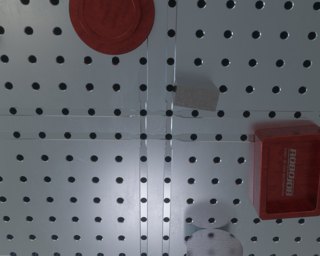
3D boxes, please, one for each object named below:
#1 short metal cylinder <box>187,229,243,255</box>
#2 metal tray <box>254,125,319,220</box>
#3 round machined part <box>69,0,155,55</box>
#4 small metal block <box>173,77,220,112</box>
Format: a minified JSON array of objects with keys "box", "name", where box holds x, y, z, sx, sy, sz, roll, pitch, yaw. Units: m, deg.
[{"box":[0.079,0.195,0.457,0.081,0.080,0.050,-1,110,0],"name":"short metal cylinder"},{"box":[0.182,0.065,0.436,0.091,0.030,0.129,-5,110,1],"name":"metal tray"},{"box":[-0.055,-0.133,0.355,0.099,0.042,0.097,0,110,0],"name":"round machined part"},{"box":[0.043,-0.043,0.385,0.050,0.050,0.025,9,110,-3],"name":"small metal block"}]
